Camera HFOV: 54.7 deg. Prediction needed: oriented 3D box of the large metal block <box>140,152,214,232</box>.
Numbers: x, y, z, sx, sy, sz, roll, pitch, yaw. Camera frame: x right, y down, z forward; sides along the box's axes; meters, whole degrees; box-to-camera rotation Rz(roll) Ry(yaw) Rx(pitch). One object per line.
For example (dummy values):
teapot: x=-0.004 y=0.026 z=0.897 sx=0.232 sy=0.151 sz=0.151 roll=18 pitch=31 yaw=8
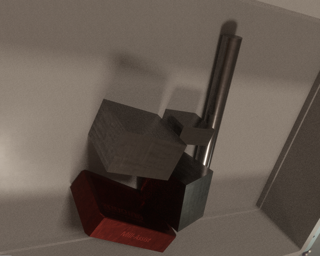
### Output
large metal block: x=0.020 y=0.080 z=0.428 sx=0.050 sy=0.080 sz=0.079 roll=-19 pitch=128 yaw=-38

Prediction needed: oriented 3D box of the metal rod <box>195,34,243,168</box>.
metal rod: x=0.072 y=0.015 z=0.459 sx=0.025 sy=0.025 sz=0.298 roll=-6 pitch=121 yaw=-26

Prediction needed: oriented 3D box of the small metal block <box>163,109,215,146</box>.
small metal block: x=0.036 y=-0.001 z=0.413 sx=0.050 sy=0.050 sz=0.025 roll=6 pitch=115 yaw=-32

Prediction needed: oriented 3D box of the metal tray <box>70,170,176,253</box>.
metal tray: x=-0.047 y=0.111 z=0.410 sx=0.131 sy=0.090 sz=0.030 roll=31 pitch=101 yaw=-38

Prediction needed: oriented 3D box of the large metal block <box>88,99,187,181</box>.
large metal block: x=-0.029 y=0.014 z=0.367 sx=0.081 sy=0.080 sz=0.050 roll=15 pitch=111 yaw=-35
